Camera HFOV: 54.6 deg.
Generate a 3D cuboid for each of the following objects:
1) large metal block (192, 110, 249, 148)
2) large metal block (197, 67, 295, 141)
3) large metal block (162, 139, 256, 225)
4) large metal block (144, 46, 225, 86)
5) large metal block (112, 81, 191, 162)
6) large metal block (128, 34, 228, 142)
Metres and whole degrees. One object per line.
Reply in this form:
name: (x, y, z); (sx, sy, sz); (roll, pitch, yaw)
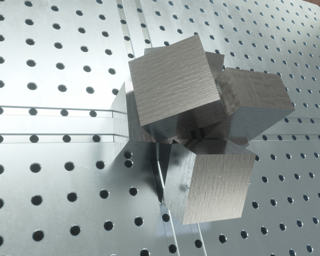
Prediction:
large metal block: (0.065, -0.003, 0.427); (0.081, 0.050, 0.080); (3, 61, -27)
large metal block: (0.096, -0.024, 0.375); (0.081, 0.080, 0.050); (2, 61, -28)
large metal block: (0.055, 0.059, 0.359); (0.081, 0.050, 0.079); (2, 105, -27)
large metal block: (0.029, -0.080, 0.427); (0.081, 0.080, 0.050); (2, 99, -27)
large metal block: (-0.012, -0.006, 0.389); (0.081, 0.050, 0.080); (7, 59, -25)
large metal block: (0.019, -0.041, 0.333); (0.080, 0.050, 0.080); (-19, 64, 13)
